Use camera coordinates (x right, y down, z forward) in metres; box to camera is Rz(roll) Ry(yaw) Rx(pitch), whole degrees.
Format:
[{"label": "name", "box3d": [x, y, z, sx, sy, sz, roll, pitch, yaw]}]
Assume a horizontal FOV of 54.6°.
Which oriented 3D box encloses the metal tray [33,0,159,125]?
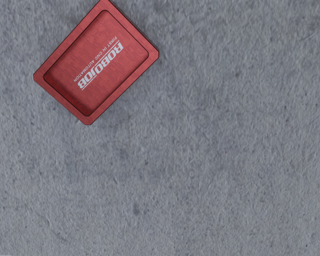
[{"label": "metal tray", "box3d": [-0.076, -0.078, 0.377, 0.130, 0.030, 0.090, -43, 105, 14]}]
